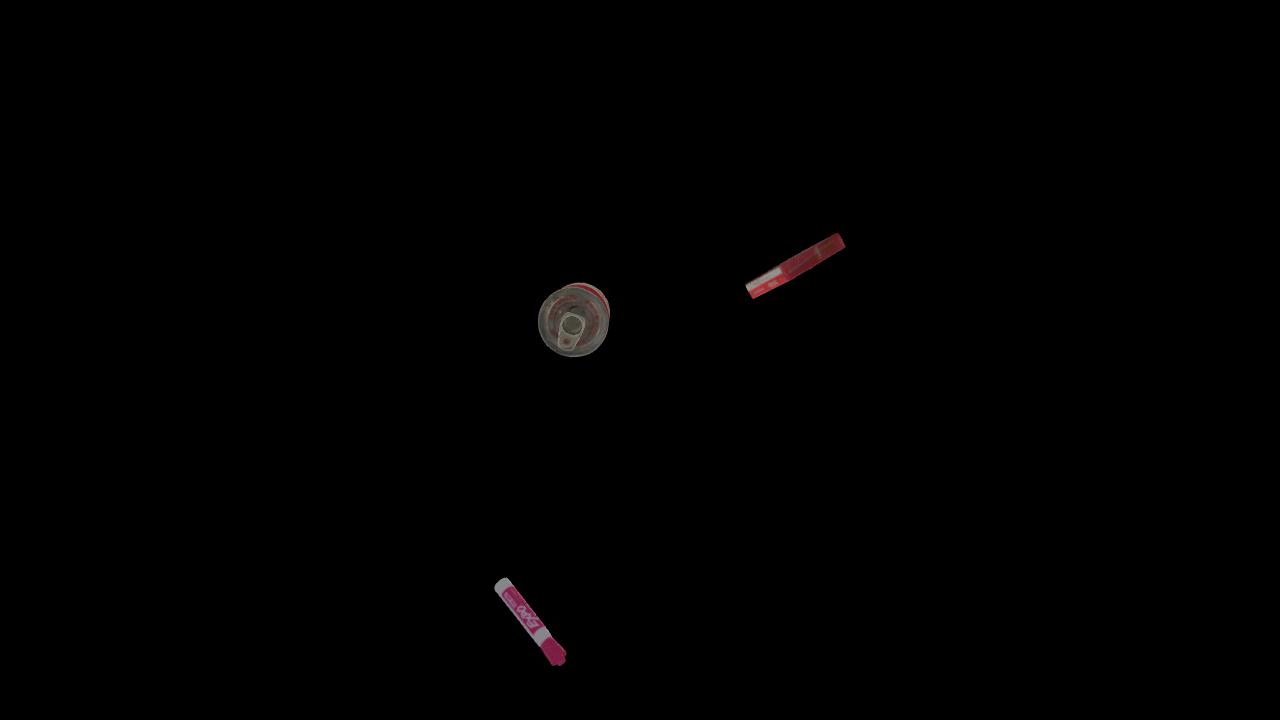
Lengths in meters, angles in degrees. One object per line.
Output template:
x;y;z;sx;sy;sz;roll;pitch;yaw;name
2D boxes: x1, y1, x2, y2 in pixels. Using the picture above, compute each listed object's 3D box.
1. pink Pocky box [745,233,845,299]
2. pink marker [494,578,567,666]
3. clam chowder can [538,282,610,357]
0.244;-0.148;0.963;0.155;0.029;0.084;-31;3;-32;pink Pocky box
-0.118;0.281;0.662;0.020;0.020;0.121;0;26;-47;pink marker
-0.064;-0.044;0.631;0.068;0.068;0.102;0;10;-1;clam chowder can
